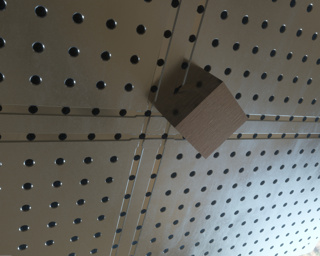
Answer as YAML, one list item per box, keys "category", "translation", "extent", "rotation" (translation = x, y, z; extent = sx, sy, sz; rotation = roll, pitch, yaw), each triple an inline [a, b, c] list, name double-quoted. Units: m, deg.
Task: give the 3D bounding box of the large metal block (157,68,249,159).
- category: "large metal block"
  translation: [0.058, -0.018, 0.415]
  extent: [0.080, 0.050, 0.080]
  rotation: [-44, 129, 2]
